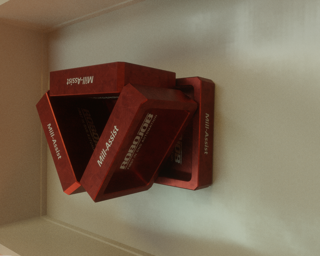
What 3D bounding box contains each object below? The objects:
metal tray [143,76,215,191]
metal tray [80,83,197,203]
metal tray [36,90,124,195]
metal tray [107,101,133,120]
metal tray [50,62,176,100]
[{"bbox_3d":[0.020,0.005,0.386,0.090,0.030,0.129,2,90,40],"label":"metal tray"},{"bbox_3d":[-0.023,0.018,0.341,0.030,0.091,0.129,43,116,32],"label":"metal tray"},{"bbox_3d":[-0.096,0.015,0.402,0.030,0.091,0.130,-39,67,34],"label":"metal tray"},{"bbox_3d":[-0.050,0.003,0.445,0.090,0.030,0.129,1,90,40],"label":"metal tray"},{"bbox_3d":[-0.058,-0.052,0.370,0.130,0.091,0.030,3,92,40],"label":"metal tray"}]
